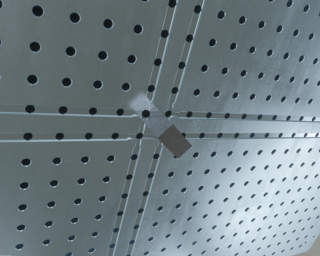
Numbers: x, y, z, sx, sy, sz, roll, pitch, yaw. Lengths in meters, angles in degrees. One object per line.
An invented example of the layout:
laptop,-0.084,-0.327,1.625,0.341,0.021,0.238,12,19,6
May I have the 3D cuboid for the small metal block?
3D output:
small metal block,0.009,0.006,0.405,0.025,0.050,0.050,-43,130,1
